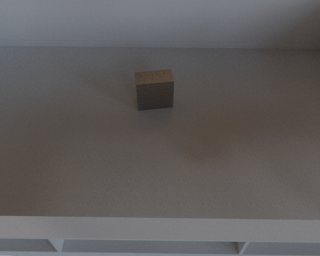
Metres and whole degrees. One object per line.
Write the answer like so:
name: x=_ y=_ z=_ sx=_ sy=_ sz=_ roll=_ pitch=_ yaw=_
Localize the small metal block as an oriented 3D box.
small metal block: x=-0.008 y=-0.052 z=0.433 sx=0.050 sy=0.050 sz=0.025 roll=-6 pitch=51 yaw=-5
